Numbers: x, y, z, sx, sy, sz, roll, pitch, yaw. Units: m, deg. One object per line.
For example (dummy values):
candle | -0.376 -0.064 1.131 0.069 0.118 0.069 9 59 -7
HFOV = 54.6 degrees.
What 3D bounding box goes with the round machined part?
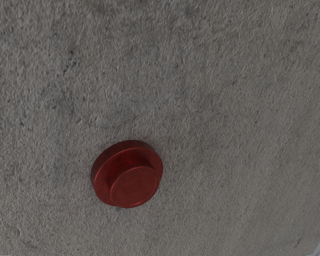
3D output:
round machined part | -0.040 0.068 0.416 0.099 0.042 0.097 -14 124 -21
